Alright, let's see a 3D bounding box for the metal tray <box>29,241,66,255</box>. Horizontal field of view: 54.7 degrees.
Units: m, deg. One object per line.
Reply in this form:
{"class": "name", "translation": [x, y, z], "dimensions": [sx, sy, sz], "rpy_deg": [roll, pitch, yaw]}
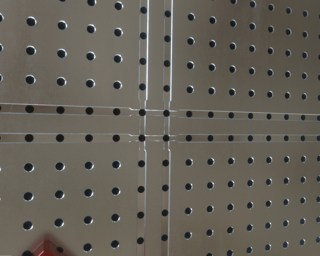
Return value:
{"class": "metal tray", "translation": [-0.122, 0.212, 0.365], "dimensions": [0.090, 0.030, 0.130], "rpy_deg": [-45, 104, -15]}
